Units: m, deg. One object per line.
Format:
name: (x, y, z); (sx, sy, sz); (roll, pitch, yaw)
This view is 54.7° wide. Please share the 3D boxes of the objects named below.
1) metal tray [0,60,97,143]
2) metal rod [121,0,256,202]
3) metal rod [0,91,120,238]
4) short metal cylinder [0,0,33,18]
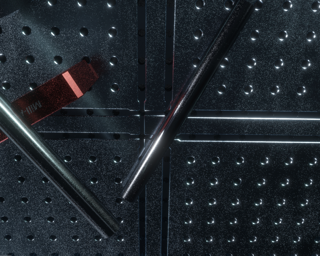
metal tray: (-0.144, -0.030, 0.365); (0.130, 0.090, 0.030); (-27, 108, 9)
metal rod: (0.028, -0.023, 0.405); (0.025, 0.025, 0.298); (28, 107, -10)
metal rod: (-0.142, 0.004, 0.315); (0.025, 0.025, 0.300); (-34, 107, 11)
short metal cylinder: (-0.172, -0.154, 0.325); (0.080, 0.080, 0.050); (-28, 108, 9)
